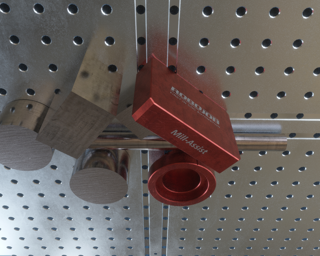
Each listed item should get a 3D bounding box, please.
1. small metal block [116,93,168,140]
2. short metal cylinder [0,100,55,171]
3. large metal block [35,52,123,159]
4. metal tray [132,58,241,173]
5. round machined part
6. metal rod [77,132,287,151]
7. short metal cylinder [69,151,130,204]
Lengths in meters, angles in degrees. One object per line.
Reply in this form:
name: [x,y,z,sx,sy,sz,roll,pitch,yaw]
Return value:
small metal block: [-0.021,-0.019,0.395,0.050,0.025,0.050,-32,124,24]
short metal cylinder: [-0.174,0.010,0.402,0.081,0.050,0.079,0,130,0]
large metal block: [-0.089,-0.025,0.353,0.050,0.080,0.080,31,123,-24]
metal tray: [0.031,-0.014,0.356,0.130,0.090,0.030,33,123,-25]
round machined part: [0.032,0.070,0.460,0.099,0.042,0.097,0,130,0]
metal rod: [0.020,0.018,0.427,0.302,0.025,0.025,1,130,-1]
short metal cylinder: [-0.085,0.066,0.450,0.081,0.050,0.079,0,130,0]
